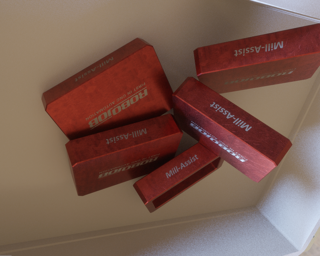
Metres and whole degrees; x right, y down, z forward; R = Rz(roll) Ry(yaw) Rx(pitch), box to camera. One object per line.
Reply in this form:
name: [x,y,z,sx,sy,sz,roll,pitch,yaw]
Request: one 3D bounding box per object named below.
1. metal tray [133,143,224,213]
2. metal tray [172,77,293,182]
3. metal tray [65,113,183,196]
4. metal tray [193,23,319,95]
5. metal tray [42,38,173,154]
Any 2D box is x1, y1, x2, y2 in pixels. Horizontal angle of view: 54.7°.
metal tray: [0.030,0.066,0.436,0.131,0.030,0.090,-32,159,-10]
metal tray: [0.075,0.005,0.360,0.030,0.130,0.090,-50,163,-14]
metal tray: [-0.043,0.034,0.381,0.131,0.030,0.089,-16,150,-20]
metal tray: [0.110,-0.072,0.354,0.131,0.030,0.090,-9,169,12]
metal tray: [-0.053,-0.032,0.358,0.131,0.030,0.090,-33,129,-7]
